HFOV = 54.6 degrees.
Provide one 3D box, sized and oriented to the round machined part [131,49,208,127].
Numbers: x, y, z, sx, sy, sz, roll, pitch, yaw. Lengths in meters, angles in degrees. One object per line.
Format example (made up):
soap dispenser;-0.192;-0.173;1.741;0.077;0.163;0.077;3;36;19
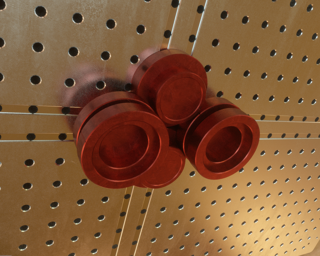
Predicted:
round machined part;0.017;-0.043;0.382;0.099;0.042;0.097;-14;124;-21

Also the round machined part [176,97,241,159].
round machined part;0.066;0.001;0.435;0.099;0.042;0.097;-14;124;-21

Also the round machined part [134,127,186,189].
round machined part;-0.005;0.043;0.423;0.099;0.042;0.097;-14;124;-21

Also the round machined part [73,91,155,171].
round machined part;-0.054;0.001;0.370;0.099;0.042;0.097;-14;124;-21

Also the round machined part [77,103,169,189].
round machined part;-0.043;0.016;0.344;0.099;0.042;0.097;-14;124;-21

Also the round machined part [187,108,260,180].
round machined part;0.079;0.017;0.411;0.099;0.042;0.097;-14;124;-21
